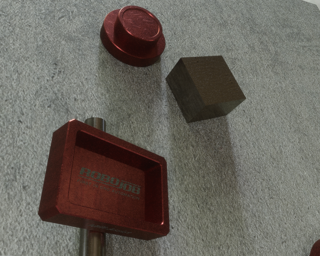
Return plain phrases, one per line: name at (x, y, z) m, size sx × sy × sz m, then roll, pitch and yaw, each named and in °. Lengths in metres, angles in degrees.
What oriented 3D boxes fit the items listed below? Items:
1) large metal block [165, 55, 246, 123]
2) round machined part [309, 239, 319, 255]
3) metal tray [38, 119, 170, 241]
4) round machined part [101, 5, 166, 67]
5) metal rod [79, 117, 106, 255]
large metal block at (0.067, -0.059, 0.462) m, size 0.081 × 0.050 × 0.080 m, roll -11°, pitch 68°, yaw -33°
round machined part at (0.231, 0.194, 0.402) m, size 0.099 × 0.042 × 0.098 m, roll 14°, pitch 56°, yaw -21°
metal tray at (-0.047, 0.056, 0.312) m, size 0.131 × 0.030 × 0.090 m, roll 27°, pitch 47°, yaw -38°
round machined part at (-0.035, -0.143, 0.462) m, size 0.099 × 0.042 × 0.098 m, roll 14°, pitch 56°, yaw -21°
metal rod at (-0.064, 0.124, 0.294) m, size 0.025 × 0.025 × 0.299 m, roll 9°, pitch 58°, yaw -24°
